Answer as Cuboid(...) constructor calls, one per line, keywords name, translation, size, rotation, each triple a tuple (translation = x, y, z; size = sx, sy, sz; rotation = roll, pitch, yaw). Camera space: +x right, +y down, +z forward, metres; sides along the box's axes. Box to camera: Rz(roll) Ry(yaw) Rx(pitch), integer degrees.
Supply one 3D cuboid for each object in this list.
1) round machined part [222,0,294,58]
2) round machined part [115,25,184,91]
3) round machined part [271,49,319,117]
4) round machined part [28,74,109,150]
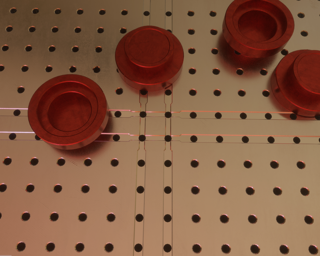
Cuboid(name="round machined part", translation=(0.141, -0.145, 0.458), size=(0.099, 0.042, 0.098), rotation=(0, 70, -1))
Cuboid(name="round machined part", translation=(-0.015, -0.105, 0.441), size=(0.099, 0.042, 0.098), rotation=(0, 70, -1))
Cuboid(name="round machined part", translation=(0.211, -0.069, 0.430), size=(0.099, 0.042, 0.098), rotation=(0, 70, -1))
Cuboid(name="round machined part", translation=(-0.116, -0.018, 0.408), size=(0.099, 0.042, 0.098), rotation=(0, 70, -1))
